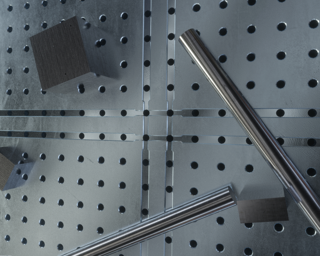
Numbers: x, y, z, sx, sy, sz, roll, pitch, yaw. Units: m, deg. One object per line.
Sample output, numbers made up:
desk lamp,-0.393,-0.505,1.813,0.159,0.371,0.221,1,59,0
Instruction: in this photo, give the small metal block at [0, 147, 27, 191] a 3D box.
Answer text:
small metal block,-0.252,0.065,0.502,0.050,0.025,0.050,33,100,17

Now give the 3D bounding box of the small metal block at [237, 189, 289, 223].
small metal block,0.119,0.089,0.357,0.050,0.050,0.025,-10,87,20

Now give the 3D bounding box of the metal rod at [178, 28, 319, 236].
metal rod,0.115,0.003,0.371,0.025,0.025,0.299,-37,78,16

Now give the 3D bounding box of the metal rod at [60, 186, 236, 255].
metal rod,-0.038,0.148,0.425,0.300,0.025,0.025,-27,81,17

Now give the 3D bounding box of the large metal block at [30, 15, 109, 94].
large metal block,-0.129,-0.101,0.445,0.080,0.050,0.080,-17,85,19
